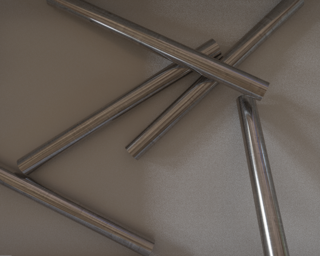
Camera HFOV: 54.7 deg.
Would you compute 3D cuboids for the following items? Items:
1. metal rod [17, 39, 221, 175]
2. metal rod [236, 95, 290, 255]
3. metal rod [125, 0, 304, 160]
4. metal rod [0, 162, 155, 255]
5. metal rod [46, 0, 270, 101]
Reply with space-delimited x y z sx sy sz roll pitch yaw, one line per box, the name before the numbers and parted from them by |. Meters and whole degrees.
metal rod | -0.053 -0.028 0.410 0.301 0.025 0.025 -32 90 0
metal rod | 0.119 0.092 0.342 0.025 0.025 0.299 -2 61 0
metal rod | 0.072 -0.069 0.411 0.300 0.025 0.025 -43 90 0
metal rod | -0.146 0.092 0.410 0.301 0.025 0.025 27 90 0
metal rod | -0.008 -0.109 0.391 0.301 0.025 0.025 26 90 7
